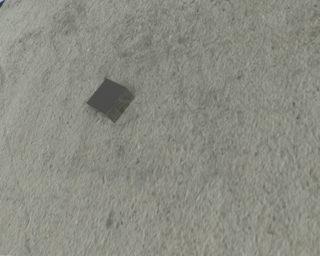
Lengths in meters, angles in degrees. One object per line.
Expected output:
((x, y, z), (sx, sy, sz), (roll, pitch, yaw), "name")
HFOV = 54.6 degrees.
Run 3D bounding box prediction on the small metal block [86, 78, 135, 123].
((-0.075, -0.042, 0.471), (0.050, 0.025, 0.050), (29, 77, 37), "small metal block")
